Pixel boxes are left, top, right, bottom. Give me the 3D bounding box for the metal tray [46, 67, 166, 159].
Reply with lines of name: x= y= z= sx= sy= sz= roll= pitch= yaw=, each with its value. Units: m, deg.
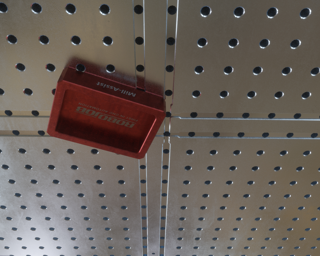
metal tray: x=-0.068 y=-0.014 z=0.395 sx=0.131 sy=0.030 sz=0.089 roll=16 pitch=128 yaw=-14
